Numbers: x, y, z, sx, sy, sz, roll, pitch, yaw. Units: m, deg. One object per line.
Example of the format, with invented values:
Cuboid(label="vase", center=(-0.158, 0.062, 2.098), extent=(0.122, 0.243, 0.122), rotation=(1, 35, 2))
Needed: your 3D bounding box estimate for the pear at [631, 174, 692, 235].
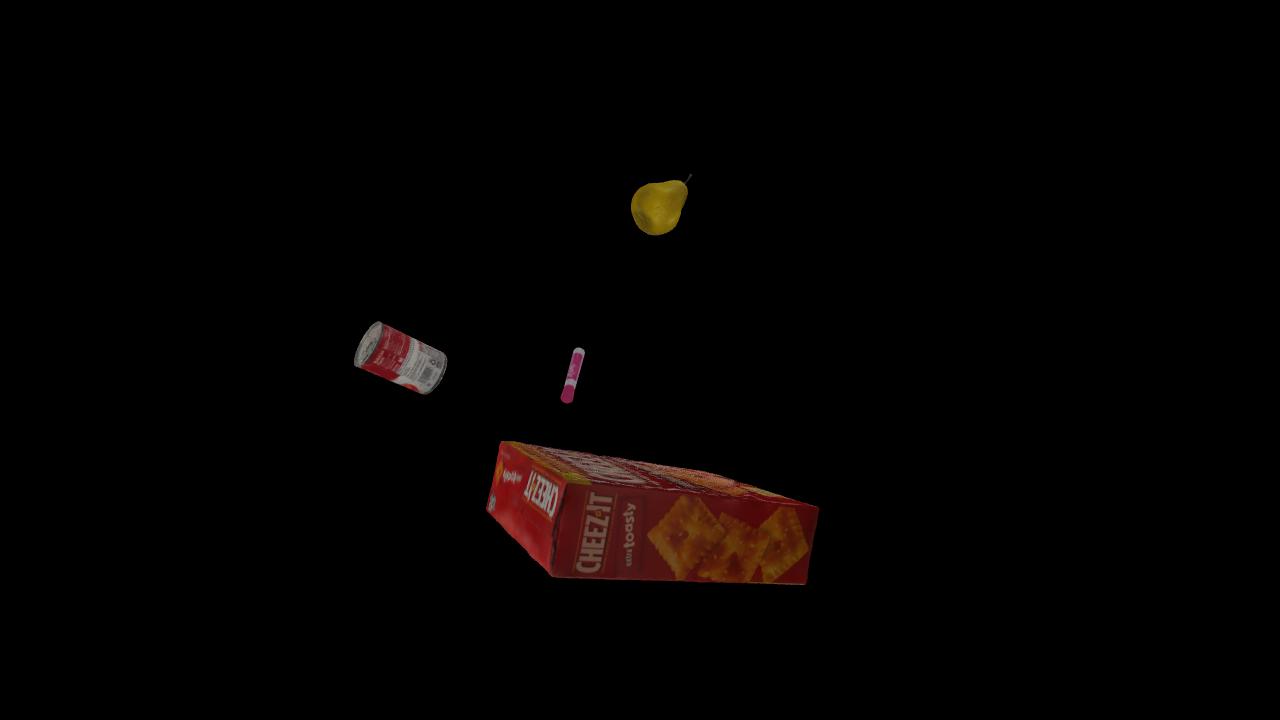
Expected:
Cuboid(label="pear", center=(0.041, -0.244, 0.950), extent=(0.111, 0.080, 0.080), rotation=(-36, 13, -18))

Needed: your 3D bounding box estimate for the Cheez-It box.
Cuboid(label="Cheez-It box", center=(0.005, 0.123, 0.504), extent=(0.223, 0.071, 0.166), rotation=(13, -5, -27))

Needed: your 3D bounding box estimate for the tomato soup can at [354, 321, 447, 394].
Cuboid(label="tomato soup can", center=(-0.326, -0.001, 0.842), extent=(0.101, 0.068, 0.068), rotation=(31, -20, -38))

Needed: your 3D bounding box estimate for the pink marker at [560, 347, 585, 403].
Cuboid(label="pink marker", center=(-0.101, 0.023, 0.928), extent=(0.020, 0.020, 0.121), rotation=(0, 36, 5))
